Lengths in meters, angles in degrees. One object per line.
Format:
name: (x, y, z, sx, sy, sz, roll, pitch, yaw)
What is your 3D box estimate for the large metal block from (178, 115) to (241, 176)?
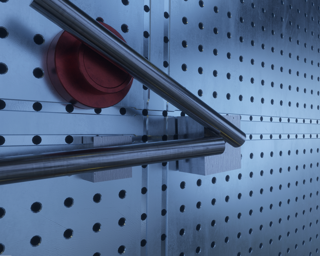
large metal block: (0.073, 0.022, 0.453, 0.081, 0.050, 0.079, -3, 92, -40)

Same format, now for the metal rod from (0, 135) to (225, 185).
metal rod: (-0.054, 0.032, 0.330, 0.303, 0.025, 0.025, -4, 93, -30)

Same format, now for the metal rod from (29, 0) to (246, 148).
metal rod: (0.001, -0.050, 0.349, 0.301, 0.025, 0.025, 31, 70, -33)

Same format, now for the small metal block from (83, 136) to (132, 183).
small metal block: (-0.061, 0.034, 0.361, 0.050, 0.025, 0.050, -1, 91, -40)

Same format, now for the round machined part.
round machined part: (-0.068, -0.070, 0.342, 0.099, 0.042, 0.097, 0, 90, -40)
